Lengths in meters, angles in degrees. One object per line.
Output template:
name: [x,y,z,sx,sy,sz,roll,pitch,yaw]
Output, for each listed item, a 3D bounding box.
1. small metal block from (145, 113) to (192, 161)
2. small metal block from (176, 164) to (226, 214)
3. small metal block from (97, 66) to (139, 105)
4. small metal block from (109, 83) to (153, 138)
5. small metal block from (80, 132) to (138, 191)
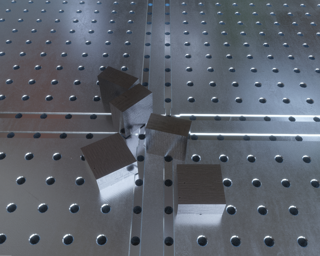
small metal block: [0.010,0.012,0.382,0.050,0.050,0.025,11,51,9]
small metal block: [0.044,0.069,0.350,0.050,0.025,0.050,0,50,0]
small metal block: [-0.056,-0.052,0.435,0.050,0.050,0.025,25,54,19]
small metal block: [-0.037,-0.023,0.410,0.050,0.050,0.025,-37,60,-27]
small metal block: [-0.061,0.039,0.374,0.050,0.025,0.050,-23,54,-19]
